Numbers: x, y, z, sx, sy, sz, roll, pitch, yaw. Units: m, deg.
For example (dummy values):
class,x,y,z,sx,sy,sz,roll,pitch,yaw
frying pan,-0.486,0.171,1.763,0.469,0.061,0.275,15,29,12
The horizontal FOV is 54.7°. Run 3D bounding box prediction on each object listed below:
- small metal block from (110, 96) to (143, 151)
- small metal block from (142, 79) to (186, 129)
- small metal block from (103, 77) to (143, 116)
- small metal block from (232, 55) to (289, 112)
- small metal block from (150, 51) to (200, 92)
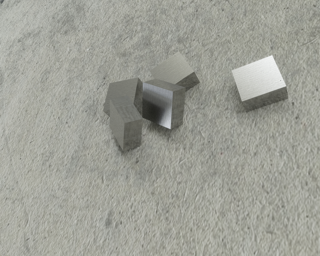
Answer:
class,x,y,z,sx,sy,sz,roll,pitch,yaw
small metal block,-0.046,-0.007,0.413,0.025,0.050,0.050,-15,47,-24
small metal block,0.004,-0.032,0.403,0.050,0.050,0.025,23,31,36
small metal block,-0.052,-0.043,0.458,0.050,0.025,0.050,-7,58,24
small metal block,0.120,-0.053,0.374,0.050,0.025,0.050,-19,54,17
small metal block,0.020,-0.073,0.438,0.050,0.025,0.050,-33,51,6
